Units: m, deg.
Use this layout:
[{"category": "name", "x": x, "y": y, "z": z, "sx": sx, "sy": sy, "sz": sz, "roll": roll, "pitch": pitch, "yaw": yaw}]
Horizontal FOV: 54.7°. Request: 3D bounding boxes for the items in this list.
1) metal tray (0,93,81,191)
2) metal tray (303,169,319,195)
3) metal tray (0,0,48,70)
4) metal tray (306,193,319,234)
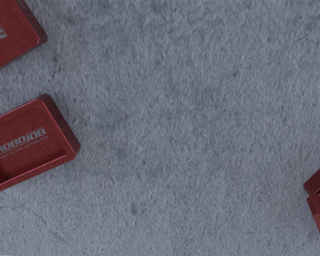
[{"category": "metal tray", "x": -0.186, "y": 0.021, "z": 0.412, "sx": 0.130, "sy": 0.030, "sz": 0.090, "roll": -24, "pitch": 109, "yaw": 8}, {"category": "metal tray", "x": 0.284, "y": 0.068, "z": 0.436, "sx": 0.090, "sy": 0.030, "sz": 0.129, "roll": 35, "pitch": 106, "yaw": -12}, {"category": "metal tray", "x": -0.206, "y": -0.136, "z": 0.354, "sx": 0.090, "sy": 0.030, "sz": 0.130, "roll": -28, "pitch": 108, "yaw": 9}, {"category": "metal tray", "x": 0.270, "y": 0.133, "z": 0.434, "sx": 0.090, "sy": 0.030, "sz": 0.130, "roll": -21, "pitch": 125, "yaw": 19}]
